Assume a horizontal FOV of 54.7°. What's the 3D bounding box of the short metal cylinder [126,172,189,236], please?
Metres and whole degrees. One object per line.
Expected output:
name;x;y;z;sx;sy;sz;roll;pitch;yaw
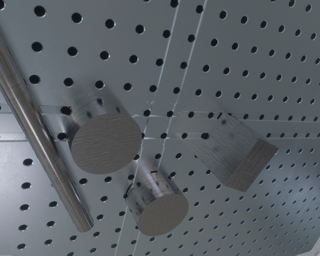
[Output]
short metal cylinder;-0.004;0.114;0.463;0.081;0.050;0.079;-14;125;-21

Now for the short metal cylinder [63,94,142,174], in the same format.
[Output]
short metal cylinder;-0.068;0.007;0.363;0.081;0.050;0.079;-14;124;-21

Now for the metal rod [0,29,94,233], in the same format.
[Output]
metal rod;-0.132;0.019;0.351;0.025;0.025;0.298;-23;127;-14

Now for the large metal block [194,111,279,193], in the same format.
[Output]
large metal block;0.110;0.034;0.457;0.050;0.080;0.080;24;106;-37
